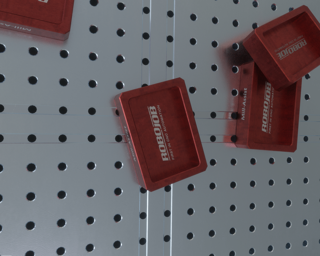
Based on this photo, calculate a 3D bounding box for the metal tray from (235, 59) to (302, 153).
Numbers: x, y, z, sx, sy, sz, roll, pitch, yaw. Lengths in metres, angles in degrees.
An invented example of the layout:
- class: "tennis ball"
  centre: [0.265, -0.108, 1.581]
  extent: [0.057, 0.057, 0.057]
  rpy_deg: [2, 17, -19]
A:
- class: "metal tray"
  centre: [0.166, -0.031, 0.470]
  extent: [0.091, 0.030, 0.129]
  rpy_deg: [6, 88, -20]

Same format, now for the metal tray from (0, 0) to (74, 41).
- class: "metal tray"
  centre: [-0.164, -0.159, 0.349]
  extent: [0.131, 0.030, 0.090]
  rpy_deg: [8, 87, -20]

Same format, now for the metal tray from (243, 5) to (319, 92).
- class: "metal tray"
  centre: [0.194, -0.120, 0.456]
  extent: [0.131, 0.030, 0.090]
  rpy_deg: [-31, 85, -28]

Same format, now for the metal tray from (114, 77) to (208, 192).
- class: "metal tray"
  centre: [0.003, 0.007, 0.410]
  extent: [0.091, 0.030, 0.129]
  rpy_deg: [-18, 96, -19]
